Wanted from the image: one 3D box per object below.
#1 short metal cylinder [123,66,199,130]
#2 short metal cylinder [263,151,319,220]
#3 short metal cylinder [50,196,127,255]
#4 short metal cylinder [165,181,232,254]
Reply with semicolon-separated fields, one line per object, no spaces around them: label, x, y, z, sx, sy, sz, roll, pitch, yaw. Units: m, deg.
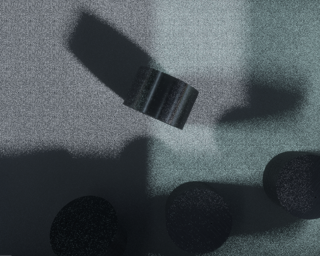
short metal cylinder;0.001;-0.036;0.384;0.080;0.080;0.050;24;90;-1
short metal cylinder;0.182;0.072;0.401;0.081;0.050;0.079;0;90;-1
short metal cylinder;-0.085;0.130;0.378;0.080;0.050;0.080;-5;52;6
short metal cylinder;0.047;0.113;0.400;0.081;0.050;0.079;0;90;-1
